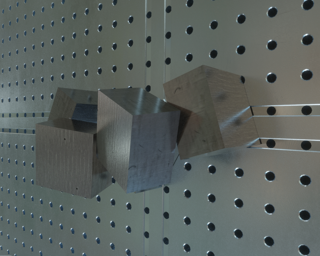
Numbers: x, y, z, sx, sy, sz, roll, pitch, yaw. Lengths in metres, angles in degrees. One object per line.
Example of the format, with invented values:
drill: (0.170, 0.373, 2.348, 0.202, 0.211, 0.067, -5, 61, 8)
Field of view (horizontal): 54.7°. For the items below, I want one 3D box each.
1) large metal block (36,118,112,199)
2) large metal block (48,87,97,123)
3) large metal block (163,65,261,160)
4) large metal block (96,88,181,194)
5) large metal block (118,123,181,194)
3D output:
large metal block: (-0.107, 0.035, 0.394, 0.080, 0.050, 0.079, 9, 104, 18)
large metal block: (-0.117, -0.011, 0.466, 0.050, 0.081, 0.079, 37, 112, 33)
large metal block: (0.056, -0.014, 0.326, 0.050, 0.081, 0.080, -21, 77, 38)
large metal block: (-0.027, 0.008, 0.323, 0.080, 0.050, 0.079, 35, 126, 50)
large metal block: (-0.024, 0.026, 0.410, 0.080, 0.050, 0.079, 39, 114, 32)
